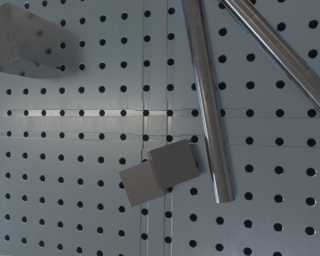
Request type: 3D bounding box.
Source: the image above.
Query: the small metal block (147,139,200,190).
[{"bbox_3d":[0.016,0.046,0.395,0.050,0.025,0.050,-18,83,-14],"label":"small metal block"}]

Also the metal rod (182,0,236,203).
[{"bbox_3d":[0.057,-0.057,0.392,0.025,0.025,0.298,-10,87,19],"label":"metal rod"}]

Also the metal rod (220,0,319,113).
[{"bbox_3d":[0.152,-0.074,0.358,0.025,0.025,0.299,-40,78,15],"label":"metal rod"}]

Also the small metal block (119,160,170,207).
[{"bbox_3d":[-0.021,0.073,0.420,0.050,0.025,0.050,-24,82,18],"label":"small metal block"}]

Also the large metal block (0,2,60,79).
[{"bbox_3d":[-0.202,-0.124,0.454,0.050,0.080,0.080,-15,85,19],"label":"large metal block"}]
